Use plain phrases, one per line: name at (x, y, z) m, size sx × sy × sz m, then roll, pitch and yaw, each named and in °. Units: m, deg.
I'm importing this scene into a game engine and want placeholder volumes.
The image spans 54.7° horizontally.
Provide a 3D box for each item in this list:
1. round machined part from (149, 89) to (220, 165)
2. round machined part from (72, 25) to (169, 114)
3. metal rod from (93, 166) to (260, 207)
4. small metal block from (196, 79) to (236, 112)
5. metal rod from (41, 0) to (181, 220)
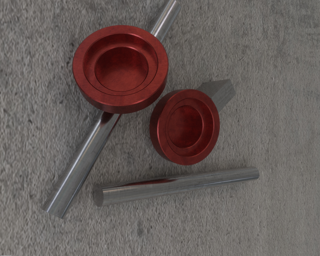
round machined part at (0.028, -0.003, 0.410) m, size 0.099 × 0.042 × 0.097 m, roll -4°, pitch 97°, yaw -31°
round machined part at (-0.041, -0.059, 0.337) m, size 0.099 × 0.042 × 0.098 m, roll 1°, pitch 68°, yaw -2°
metal rod at (0.047, 0.077, 0.443) m, size 0.302 × 0.025 × 0.025 m, roll 1°, pitch 90°, yaw -40°
small metal block at (0.073, -0.045, 0.449) m, size 0.050 × 0.050 × 0.025 m, roll -44°, pitch 117°, yaw -31°
metal rod at (-0.046, -0.039, 0.365) m, size 0.025 × 0.025 × 0.300 m, roll 40°, pitch 66°, yaw -33°
